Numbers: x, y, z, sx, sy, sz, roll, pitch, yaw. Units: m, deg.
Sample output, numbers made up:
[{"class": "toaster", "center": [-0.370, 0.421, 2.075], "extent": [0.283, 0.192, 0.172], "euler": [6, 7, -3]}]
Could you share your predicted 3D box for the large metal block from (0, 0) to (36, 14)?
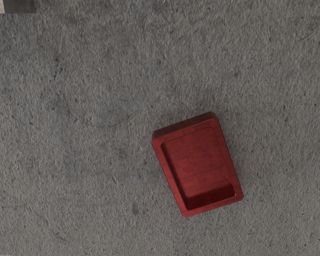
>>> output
[{"class": "large metal block", "center": [-0.189, -0.146, 0.325], "extent": [0.080, 0.080, 0.050], "euler": [-2, 110, 0]}]

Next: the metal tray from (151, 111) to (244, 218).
[{"class": "metal tray", "center": [0.053, 0.052, 0.426], "extent": [0.090, 0.030, 0.129], "euler": [-20, 109, 7]}]
